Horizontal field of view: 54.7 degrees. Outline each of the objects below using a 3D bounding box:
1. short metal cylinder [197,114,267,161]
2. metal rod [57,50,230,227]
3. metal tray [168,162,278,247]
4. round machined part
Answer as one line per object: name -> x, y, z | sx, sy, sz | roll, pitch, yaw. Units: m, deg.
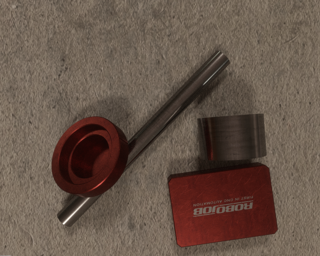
short metal cylinder -> 0.088, 0.010, 0.384 | 0.081, 0.080, 0.050 | -4, 90, -1
metal rod -> -0.021, 0.014, 0.409 | 0.025, 0.025, 0.300 | 44, 89, -1
metal tray -> 0.080, 0.099, 0.409 | 0.131, 0.030, 0.089 | -8, 90, -1
round machined part -> -0.081, 0.038, 0.385 | 0.098, 0.042, 0.098 | -11, 62, 21
